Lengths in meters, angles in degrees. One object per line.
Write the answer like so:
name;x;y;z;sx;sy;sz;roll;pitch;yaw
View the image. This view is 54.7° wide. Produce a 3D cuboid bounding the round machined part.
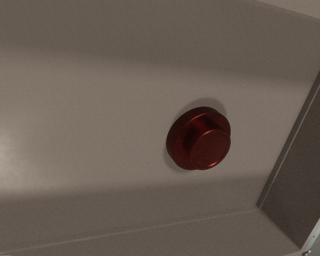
round machined part;0.062;0.022;0.447;0.099;0.042;0.097;-14;125;-21
